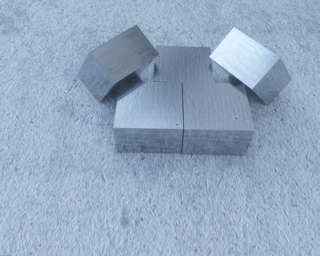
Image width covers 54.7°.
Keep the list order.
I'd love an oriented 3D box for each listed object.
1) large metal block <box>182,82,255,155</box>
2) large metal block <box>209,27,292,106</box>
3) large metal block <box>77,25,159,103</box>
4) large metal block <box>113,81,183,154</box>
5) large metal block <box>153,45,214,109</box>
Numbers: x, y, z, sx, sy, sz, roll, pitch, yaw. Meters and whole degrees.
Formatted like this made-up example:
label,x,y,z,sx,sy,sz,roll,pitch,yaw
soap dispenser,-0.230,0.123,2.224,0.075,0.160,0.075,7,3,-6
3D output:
label,x,y,z,sx,sy,sz,roll,pitch,yaw
large metal block,0.069,-0.013,0.397,0.081,0.050,0.080,1,50,0
large metal block,0.128,-0.084,0.433,0.050,0.080,0.080,-50,58,12
large metal block,-0.060,-0.087,0.433,0.080,0.080,0.050,-40,95,-28
large metal block,-0.013,-0.014,0.400,0.081,0.050,0.080,1,50,0
large metal block,0.032,-0.075,0.452,0.081,0.050,0.080,2,50,1
